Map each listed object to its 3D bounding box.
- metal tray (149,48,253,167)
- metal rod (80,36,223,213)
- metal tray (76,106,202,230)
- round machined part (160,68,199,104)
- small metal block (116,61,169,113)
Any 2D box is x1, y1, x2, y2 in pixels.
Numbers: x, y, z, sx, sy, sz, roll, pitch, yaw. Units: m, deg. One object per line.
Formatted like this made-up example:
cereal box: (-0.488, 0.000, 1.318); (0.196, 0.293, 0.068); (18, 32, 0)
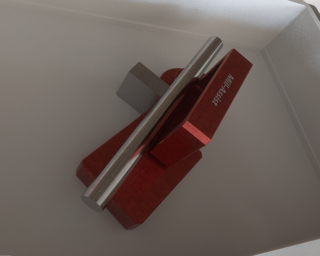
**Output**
metal tray: (0.047, -0.023, 0.354); (0.030, 0.090, 0.130); (39, 57, -6)
metal rod: (0.009, -0.027, 0.377); (0.025, 0.025, 0.301); (39, 55, -3)
metal tray: (-0.019, 0.041, 0.366); (0.090, 0.030, 0.131); (46, 51, 4)
round machined part: (0.043, -0.048, 0.446); (0.099, 0.042, 0.098); (14, 56, -21)
small metal block: (-0.023, -0.050, 0.407); (0.050, 0.050, 0.025); (39, 51, -3)
